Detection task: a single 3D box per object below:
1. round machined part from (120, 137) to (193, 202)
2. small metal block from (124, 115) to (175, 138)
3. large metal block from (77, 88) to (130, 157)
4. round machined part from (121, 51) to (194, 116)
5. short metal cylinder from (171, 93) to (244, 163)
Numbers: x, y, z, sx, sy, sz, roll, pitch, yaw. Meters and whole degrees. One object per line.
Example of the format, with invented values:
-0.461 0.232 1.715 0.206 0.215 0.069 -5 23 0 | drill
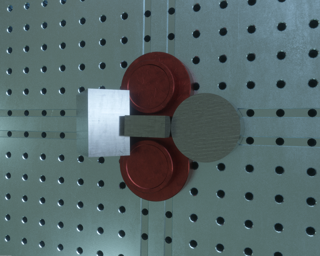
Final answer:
-0.009 0.048 0.407 0.098 0.042 0.097 0 90 20 | round machined part
-0.009 -0.002 0.379 0.050 0.050 0.025 2 91 20 | small metal block
-0.077 -0.006 0.404 0.050 0.080 0.080 0 90 -25 | large metal block
-0.008 -0.052 0.406 0.098 0.042 0.097 0 90 20 | round machined part
0.059 0.000 0.377 0.080 0.050 0.080 0 90 20 | short metal cylinder
